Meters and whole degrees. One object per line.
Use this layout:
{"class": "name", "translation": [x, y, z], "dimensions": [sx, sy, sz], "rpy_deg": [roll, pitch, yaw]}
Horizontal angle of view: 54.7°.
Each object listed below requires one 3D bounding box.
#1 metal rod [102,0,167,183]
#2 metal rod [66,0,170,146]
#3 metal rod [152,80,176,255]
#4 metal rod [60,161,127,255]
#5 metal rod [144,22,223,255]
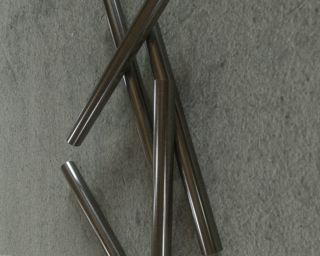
{"class": "metal rod", "translation": [-0.038, -0.067, 0.433], "dimensions": [0.025, 0.025, 0.299], "rpy_deg": [-26, 74, 37]}
{"class": "metal rod", "translation": [-0.052, -0.087, 0.411], "dimensions": [0.025, 0.025, 0.298], "rpy_deg": [51, 120, 27]}
{"class": "metal rod", "translation": [0.003, 0.092, 0.379], "dimensions": [0.025, 0.025, 0.298], "rpy_deg": [9, 102, 39]}
{"class": "metal rod", "translation": [-0.077, 0.171, 0.465], "dimensions": [0.300, 0.025, 0.025], "rpy_deg": [52, 120, 27]}
{"class": "metal rod", "translation": [0.022, 0.000, 0.384], "dimensions": [0.025, 0.025, 0.299], "rpy_deg": [-24, 75, 37]}
